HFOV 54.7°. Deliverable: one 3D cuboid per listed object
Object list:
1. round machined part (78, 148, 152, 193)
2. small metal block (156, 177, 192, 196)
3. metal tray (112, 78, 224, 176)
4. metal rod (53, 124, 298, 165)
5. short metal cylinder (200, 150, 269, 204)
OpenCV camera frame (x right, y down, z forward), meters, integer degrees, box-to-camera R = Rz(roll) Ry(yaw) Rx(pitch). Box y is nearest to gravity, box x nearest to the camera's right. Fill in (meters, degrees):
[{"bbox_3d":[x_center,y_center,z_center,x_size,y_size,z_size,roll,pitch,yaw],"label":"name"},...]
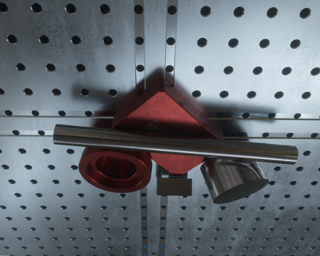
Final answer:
[{"bbox_3d":[-0.060,0.047,0.433,0.099,0.042,0.097,3,137,3],"label":"round machined part"},{"bbox_3d":[0.020,0.087,0.469,0.050,0.025,0.050,2,173,-3],"label":"small metal block"},{"bbox_3d":[0.014,0.005,0.414,0.090,0.030,0.130,-36,122,26],"label":"metal tray"},{"bbox_3d":[0.024,0.021,0.389,0.302,0.025,0.025,5,130,-5],"label":"metal rod"},{"bbox_3d":[0.103,0.067,0.434,0.081,0.050,0.080,-15,151,-8],"label":"short metal cylinder"}]
